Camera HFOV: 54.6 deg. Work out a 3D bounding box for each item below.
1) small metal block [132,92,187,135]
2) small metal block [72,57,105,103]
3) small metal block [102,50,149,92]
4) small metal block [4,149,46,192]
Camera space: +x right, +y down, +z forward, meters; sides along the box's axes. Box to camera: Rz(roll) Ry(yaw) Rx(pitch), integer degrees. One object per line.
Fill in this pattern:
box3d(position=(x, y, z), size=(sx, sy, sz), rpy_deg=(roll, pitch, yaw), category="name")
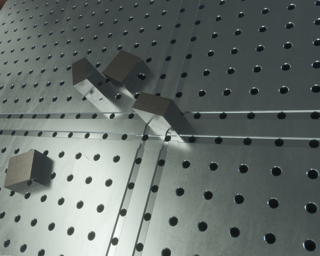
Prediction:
box3d(position=(0.000, -0.019, 0.405), size=(0.050, 0.050, 0.025), rpy_deg=(17, 71, 35), category="small metal block")
box3d(position=(-0.115, -0.077, 0.501), size=(0.025, 0.050, 0.050), rpy_deg=(-24, 53, 14), category="small metal block")
box3d(position=(-0.056, -0.092, 0.495), size=(0.050, 0.025, 0.050), rpy_deg=(31, 79, 38), category="small metal block")
box3d(position=(-0.208, 0.066, 0.478), size=(0.050, 0.025, 0.050), rpy_deg=(-18, 55, 18), category="small metal block")
